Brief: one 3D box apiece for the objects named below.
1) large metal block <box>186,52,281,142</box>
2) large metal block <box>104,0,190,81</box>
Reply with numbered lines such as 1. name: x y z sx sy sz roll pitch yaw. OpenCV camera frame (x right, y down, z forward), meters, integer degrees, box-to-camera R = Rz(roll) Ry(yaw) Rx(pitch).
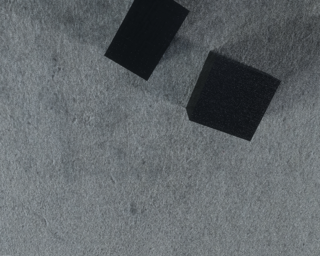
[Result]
1. large metal block: 0.086 -0.040 0.383 0.080 0.050 0.079 19 109 -7
2. large metal block: -0.014 -0.106 0.341 0.050 0.080 0.080 30 107 -11
